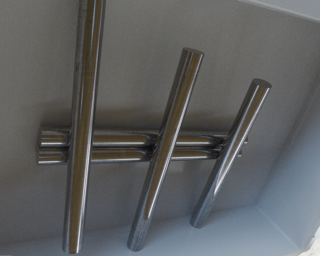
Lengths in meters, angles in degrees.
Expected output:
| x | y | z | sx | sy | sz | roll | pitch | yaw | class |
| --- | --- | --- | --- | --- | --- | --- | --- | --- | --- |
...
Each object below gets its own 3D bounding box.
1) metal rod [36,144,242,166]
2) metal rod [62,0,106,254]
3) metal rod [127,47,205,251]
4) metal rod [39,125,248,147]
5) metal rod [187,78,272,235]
| x | y | z | sx | sy | sz | roll | pitch | yaw | class |
| --- | --- | --- | --- | --- | --- | --- | --- | --- | --- |
| -0.008 | 0.034 | 0.426 | 0.303 | 0.025 | 0.025 | 2 | 118 | -30 | metal rod |
| -0.085 | 0.007 | 0.335 | 0.025 | 0.025 | 0.298 | -1 | 111 | -29 | metal rod |
| 0.000 | 0.045 | 0.404 | 0.025 | 0.025 | 0.298 | 1 | 118 | -30 | metal rod |
| -0.001 | 0.013 | 0.416 | 0.303 | 0.025 | 0.025 | 2 | 118 | -30 | metal rod |
| 0.094 | 0.063 | 0.470 | 0.025 | 0.025 | 0.298 | -4 | 129 | -27 | metal rod |
